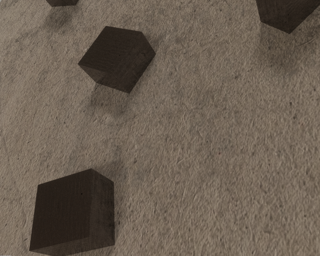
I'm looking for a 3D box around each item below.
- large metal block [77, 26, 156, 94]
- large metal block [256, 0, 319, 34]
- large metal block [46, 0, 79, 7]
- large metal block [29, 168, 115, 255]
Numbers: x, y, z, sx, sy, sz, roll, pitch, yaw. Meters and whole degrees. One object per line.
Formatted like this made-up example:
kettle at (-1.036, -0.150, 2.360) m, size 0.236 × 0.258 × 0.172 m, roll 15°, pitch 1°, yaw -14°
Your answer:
large metal block at (-0.067, -0.109, 0.488) m, size 0.080 × 0.050 × 0.080 m, roll 21°, pitch 73°, yaw 35°
large metal block at (0.168, -0.183, 0.392) m, size 0.080 × 0.080 × 0.050 m, roll -44°, pitch 51°, yaw -3°
large metal block at (-0.226, -0.316, 0.678) m, size 0.080 × 0.080 × 0.050 m, roll 11°, pitch 68°, yaw 32°
large metal block at (-0.103, 0.104, 0.376) m, size 0.080 × 0.050 × 0.080 m, roll -18°, pitch 55°, yaw 17°
